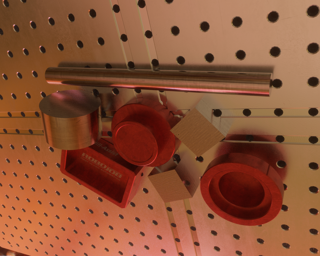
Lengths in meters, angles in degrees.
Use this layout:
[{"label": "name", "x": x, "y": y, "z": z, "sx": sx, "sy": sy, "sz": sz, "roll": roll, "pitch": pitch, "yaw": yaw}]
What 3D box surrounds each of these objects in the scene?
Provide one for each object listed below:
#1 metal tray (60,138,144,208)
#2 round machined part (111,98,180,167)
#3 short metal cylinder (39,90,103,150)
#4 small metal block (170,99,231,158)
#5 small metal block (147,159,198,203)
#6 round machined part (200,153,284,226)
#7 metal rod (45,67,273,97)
[{"label": "metal tray", "x": -0.096, "y": 0.063, "z": 0.497, "sx": 0.130, "sy": 0.030, "sz": 0.089, "roll": 27, "pitch": 128, "yaw": 11}, {"label": "round machined part", "x": -0.025, "y": 0.012, "z": 0.420, "sx": 0.098, "sy": 0.042, "sz": 0.097, "roll": 12, "pitch": 121, "yaw": 22}, {"label": "short metal cylinder", "x": -0.122, "y": -0.013, "z": 0.432, "sx": 0.080, "sy": 0.080, "sz": 0.050, "roll": 16, "pitch": 125, "yaw": 19}, {"label": "small metal block", "x": 0.050, "y": 0.001, "z": 0.386, "sx": 0.050, "sy": 0.025, "sz": 0.050, "roll": 44, "pitch": 129, "yaw": -2}, {"label": "small metal block", "x": 0.019, "y": 0.078, "z": 0.450, "sx": 0.050, "sy": 0.025, "sz": 0.050, "roll": -21, "pitch": 108, "yaw": 36}, {"label": "round machined part", "x": 0.104, "y": 0.072, "z": 0.390, "sx": 0.098, "sy": 0.042, "sz": 0.097, "roll": 13, "pitch": 124, "yaw": 21}, {"label": "metal rod", "x": -0.021, "y": -0.060, "z": 0.384, "sx": 0.301, "sy": 0.025, "sz": 0.025, "roll": 6, "pitch": 121, "yaw": 24}]
